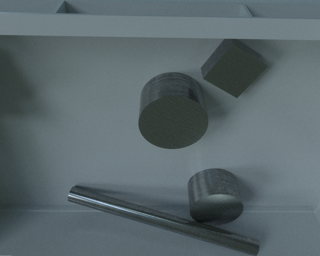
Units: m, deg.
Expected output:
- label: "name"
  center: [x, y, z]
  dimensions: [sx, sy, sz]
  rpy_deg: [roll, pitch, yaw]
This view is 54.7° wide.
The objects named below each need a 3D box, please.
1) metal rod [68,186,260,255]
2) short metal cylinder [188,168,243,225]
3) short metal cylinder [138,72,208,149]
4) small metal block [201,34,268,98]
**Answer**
- label: "metal rod"
  center: [0.002, 0.144, 0.485]
  dimensions: [0.301, 0.025, 0.025]
  rpy_deg: [15, 130, 5]
- label: "short metal cylinder"
  center: [0.085, 0.109, 0.487]
  dimensions: [0.081, 0.050, 0.079]
  rpy_deg: [-1, 130, 0]
- label: "short metal cylinder"
  center: [0.015, -0.020, 0.376]
  dimensions: [0.081, 0.050, 0.079]
  rpy_deg: [0, 130, 0]
- label: "small metal block"
  center: [0.083, -0.069, 0.352]
  dimensions: [0.050, 0.025, 0.050]
  rpy_deg: [26, 125, -21]
